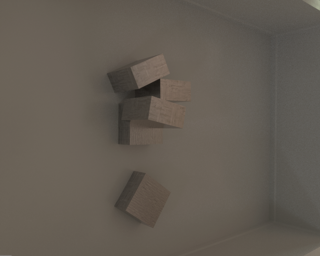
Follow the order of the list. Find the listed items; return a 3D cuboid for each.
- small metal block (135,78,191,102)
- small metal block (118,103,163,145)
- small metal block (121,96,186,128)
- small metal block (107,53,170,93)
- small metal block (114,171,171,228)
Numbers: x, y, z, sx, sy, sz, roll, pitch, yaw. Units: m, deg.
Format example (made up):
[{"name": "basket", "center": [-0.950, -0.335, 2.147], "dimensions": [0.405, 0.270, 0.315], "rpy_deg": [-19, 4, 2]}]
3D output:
[{"name": "small metal block", "center": [0.003, -0.046, 0.393], "dimensions": [0.050, 0.050, 0.025], "rpy_deg": [-2, 92, -40]}, {"name": "small metal block", "center": [-0.024, -0.005, 0.387], "dimensions": [0.050, 0.025, 0.050], "rpy_deg": [0, 90, -40]}, {"name": "small metal block", "center": [-0.007, -0.016, 0.351], "dimensions": [0.050, 0.050, 0.025], "rpy_deg": [14, 81, -39]}, {"name": "small metal block", "center": [-0.026, -0.065, 0.368], "dimensions": [0.050, 0.050, 0.025], "rpy_deg": [-32, 110, -35]}, {"name": "small metal block", "center": [-0.021, 0.089, 0.389], "dimensions": [0.050, 0.025, 0.050], "rpy_deg": [43, 64, -32]}]
